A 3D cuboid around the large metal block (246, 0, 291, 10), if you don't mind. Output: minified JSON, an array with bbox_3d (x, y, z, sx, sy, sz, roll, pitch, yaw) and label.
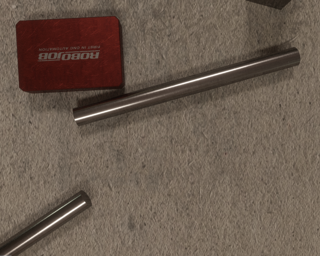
[{"bbox_3d":[0.152,-0.206,0.384,0.050,0.080,0.080,15,90,0],"label":"large metal block"}]

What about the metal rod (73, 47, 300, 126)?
[{"bbox_3d":[0.035,-0.055,0.410,0.302,0.025,0.025,-16,90,-1],"label":"metal rod"}]

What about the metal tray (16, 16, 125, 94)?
[{"bbox_3d":[-0.115,-0.094,0.406,0.131,0.030,0.089,-3,90,-1],"label":"metal tray"}]

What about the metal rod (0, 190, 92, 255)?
[{"bbox_3d":[-0.222,0.176,0.407,0.301,0.025,0.025,-34,90,-1],"label":"metal rod"}]
